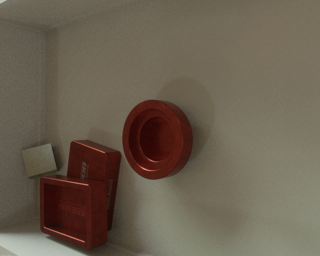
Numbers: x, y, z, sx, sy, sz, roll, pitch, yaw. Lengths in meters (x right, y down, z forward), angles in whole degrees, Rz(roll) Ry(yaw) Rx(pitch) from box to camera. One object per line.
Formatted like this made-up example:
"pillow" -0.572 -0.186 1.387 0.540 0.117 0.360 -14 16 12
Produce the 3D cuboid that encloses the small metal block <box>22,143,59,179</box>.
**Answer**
"small metal block" -0.217 0.061 0.563 0.025 0.050 0.050 118 135 -69

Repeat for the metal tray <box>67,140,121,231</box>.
"metal tray" -0.110 0.091 0.492 0.090 0.030 0.129 14 99 38

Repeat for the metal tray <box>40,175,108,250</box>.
"metal tray" -0.135 0.123 0.471 0.130 0.030 0.089 -1 90 39

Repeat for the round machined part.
"round machined part" 0.001 0.014 0.393 0.098 0.042 0.097 0 90 39
